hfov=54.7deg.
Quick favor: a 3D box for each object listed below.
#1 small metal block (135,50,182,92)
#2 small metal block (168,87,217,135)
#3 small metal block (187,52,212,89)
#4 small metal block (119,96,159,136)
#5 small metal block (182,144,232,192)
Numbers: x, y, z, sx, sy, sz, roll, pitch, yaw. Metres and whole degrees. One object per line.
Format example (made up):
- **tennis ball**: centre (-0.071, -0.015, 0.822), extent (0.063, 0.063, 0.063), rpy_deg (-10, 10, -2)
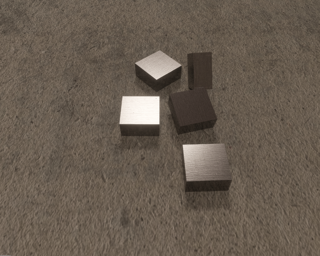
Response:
- **small metal block**: centre (-0.003, -0.089, 0.478), extent (0.050, 0.025, 0.050), rpy_deg (-34, 58, -25)
- **small metal block**: centre (0.043, -0.023, 0.416), extent (0.050, 0.025, 0.050), rpy_deg (-12, 65, -10)
- **small metal block**: centre (0.056, -0.082, 0.444), extent (0.025, 0.050, 0.050), rpy_deg (-4, 12, -4)
- **small metal block**: centre (-0.026, -0.016, 0.416), extent (0.050, 0.025, 0.050), rpy_deg (0, 50, 0)
- **small metal block**: centre (0.053, 0.046, 0.365), extent (0.050, 0.025, 0.050), rpy_deg (-1, 50, -2)
